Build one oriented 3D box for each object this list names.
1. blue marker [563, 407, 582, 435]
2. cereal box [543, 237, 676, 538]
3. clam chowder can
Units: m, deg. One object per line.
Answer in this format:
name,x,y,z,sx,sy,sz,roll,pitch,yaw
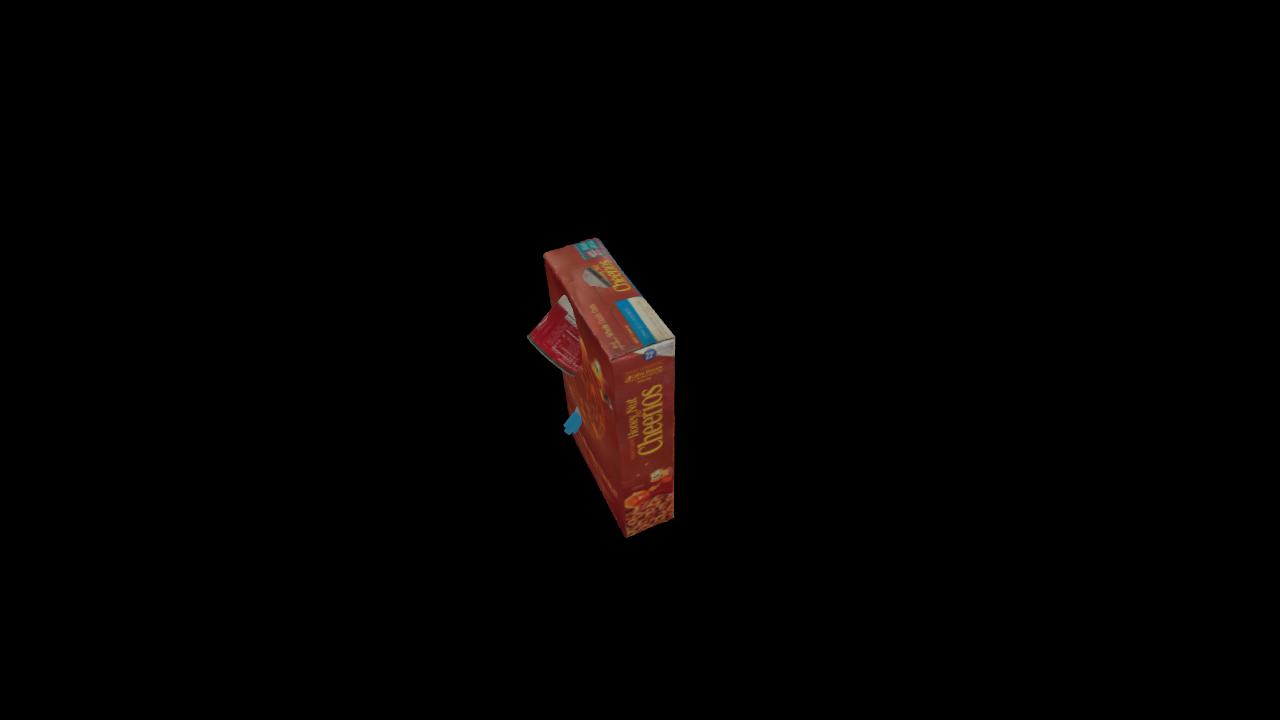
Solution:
blue marker,-0.055,0.040,0.749,0.020,0.121,0.020,34,2,-2
cereal box,-0.032,0.039,0.729,0.081,0.306,0.203,-18,44,-18
clam chowder can,-0.063,-0.042,0.662,0.068,0.102,0.068,41,3,-2
